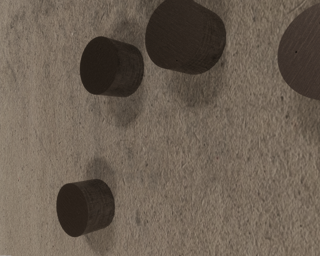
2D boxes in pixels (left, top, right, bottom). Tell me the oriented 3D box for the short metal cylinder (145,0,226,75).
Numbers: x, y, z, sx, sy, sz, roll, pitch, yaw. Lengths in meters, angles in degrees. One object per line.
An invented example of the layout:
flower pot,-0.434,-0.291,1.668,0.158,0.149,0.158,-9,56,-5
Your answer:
short metal cylinder,0.029,-0.106,0.363,0.080,0.050,0.079,0,90,39

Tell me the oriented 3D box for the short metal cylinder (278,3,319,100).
short metal cylinder,0.150,-0.062,0.265,0.080,0.050,0.079,0,90,39

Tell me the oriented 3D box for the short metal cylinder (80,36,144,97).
short metal cylinder,-0.069,-0.086,0.444,0.080,0.050,0.079,0,90,39

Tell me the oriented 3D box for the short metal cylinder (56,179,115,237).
short metal cylinder,-0.116,0.122,0.482,0.080,0.050,0.079,0,90,39
